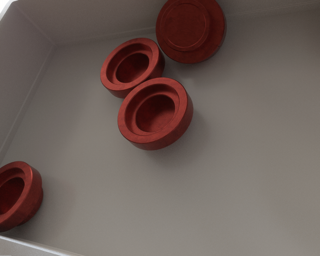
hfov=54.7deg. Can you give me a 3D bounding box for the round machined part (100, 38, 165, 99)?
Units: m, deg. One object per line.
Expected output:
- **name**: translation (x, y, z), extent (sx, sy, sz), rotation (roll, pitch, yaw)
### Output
- **round machined part**: translation (-0.037, -0.085, 0.466), extent (0.098, 0.042, 0.098), rotation (-13, 56, 21)

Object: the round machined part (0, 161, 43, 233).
- **round machined part**: translation (-0.207, 0.100, 0.439), extent (0.098, 0.042, 0.098), rotation (-15, 50, 18)

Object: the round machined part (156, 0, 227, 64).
- **round machined part**: translation (0.040, -0.138, 0.427), extent (0.098, 0.042, 0.097), rotation (4, 101, 20)

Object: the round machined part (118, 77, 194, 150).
- **round machined part**: translation (-0.003, -0.015, 0.405), extent (0.098, 0.042, 0.098), rotation (-13, 56, 21)
